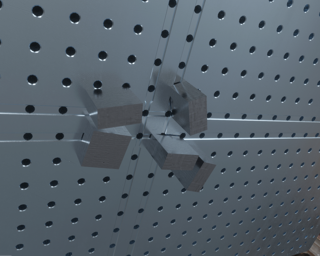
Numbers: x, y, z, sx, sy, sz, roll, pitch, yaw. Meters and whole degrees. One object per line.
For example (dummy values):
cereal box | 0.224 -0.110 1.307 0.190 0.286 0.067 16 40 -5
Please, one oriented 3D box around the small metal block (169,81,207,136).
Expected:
small metal block | 0.037 -0.026 0.401 0.025 0.050 0.050 -19 126 -17

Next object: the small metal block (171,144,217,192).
small metal block | 0.049 0.059 0.460 0.025 0.050 0.050 17 109 -35

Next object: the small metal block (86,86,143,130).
small metal block | -0.053 -0.025 0.352 0.050 0.050 0.025 -9 123 -24

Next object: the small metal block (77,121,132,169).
small metal block | -0.070 0.022 0.388 0.050 0.025 0.050 10 113 -33

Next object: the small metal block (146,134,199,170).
small metal block | 0.017 0.033 0.427 0.050 0.050 0.025 6 115 -32
